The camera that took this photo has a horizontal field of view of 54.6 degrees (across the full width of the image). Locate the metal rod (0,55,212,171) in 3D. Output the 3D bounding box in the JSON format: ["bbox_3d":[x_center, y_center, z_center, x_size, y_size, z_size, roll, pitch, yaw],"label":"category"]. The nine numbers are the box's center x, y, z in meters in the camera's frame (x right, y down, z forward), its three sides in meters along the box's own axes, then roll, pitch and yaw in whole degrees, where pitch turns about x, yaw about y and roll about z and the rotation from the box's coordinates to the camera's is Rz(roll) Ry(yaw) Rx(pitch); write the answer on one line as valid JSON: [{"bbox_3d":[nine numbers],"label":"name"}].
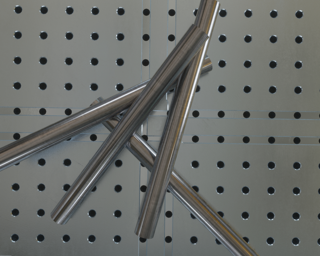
[{"bbox_3d":[-0.069,-0.022,0.387,0.301,0.025,0.025,-27,90,-10],"label":"metal rod"}]

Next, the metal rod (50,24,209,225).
[{"bbox_3d":[-0.044,0.004,0.384,0.025,0.025,0.299,38,101,0],"label":"metal rod"}]

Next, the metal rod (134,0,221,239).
[{"bbox_3d":[0.021,-0.010,0.385,0.025,0.025,0.299,16,92,0],"label":"metal rod"}]

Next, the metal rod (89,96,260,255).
[{"bbox_3d":[0.019,0.073,0.413,0.025,0.025,0.300,-45,90,0],"label":"metal rod"}]
